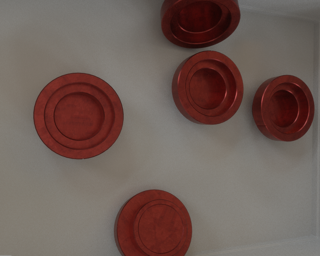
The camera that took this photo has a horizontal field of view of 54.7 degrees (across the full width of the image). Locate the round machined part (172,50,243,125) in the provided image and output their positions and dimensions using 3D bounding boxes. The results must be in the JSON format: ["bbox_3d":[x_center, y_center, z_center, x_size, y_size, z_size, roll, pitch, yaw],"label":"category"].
[{"bbox_3d":[0.061,-0.053,0.425,0.099,0.042,0.097,0,90,-21],"label":"round machined part"}]

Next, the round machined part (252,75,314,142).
[{"bbox_3d":[0.181,-0.029,0.470,0.099,0.042,0.097,0,90,-21],"label":"round machined part"}]

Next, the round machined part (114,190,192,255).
[{"bbox_3d":[-0.005,0.126,0.385,0.099,0.042,0.098,7,69,-17],"label":"round machined part"}]

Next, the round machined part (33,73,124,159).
[{"bbox_3d":[-0.096,-0.013,0.367,0.099,0.042,0.097,0,90,-21],"label":"round machined part"}]

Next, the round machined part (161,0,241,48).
[{"bbox_3d":[0.050,-0.149,0.396,0.099,0.098,0.042,6,65,-20],"label":"round machined part"}]
